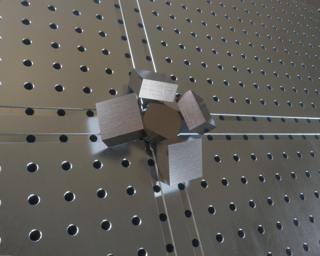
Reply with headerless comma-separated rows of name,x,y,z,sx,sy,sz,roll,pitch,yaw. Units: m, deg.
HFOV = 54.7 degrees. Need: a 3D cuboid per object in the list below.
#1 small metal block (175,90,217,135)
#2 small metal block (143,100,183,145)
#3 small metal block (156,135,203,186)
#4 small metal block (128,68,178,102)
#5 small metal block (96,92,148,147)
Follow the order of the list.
small metal block,0.051,-0.020,0.435,0.050,0.025,0.050,19,44,-62
small metal block,-0.001,-0.005,0.412,0.050,0.025,0.050,28,52,-11
small metal block,0.025,0.039,0.383,0.050,0.025,0.050,-10,102,-33
small metal block,-0.010,-0.059,0.424,0.050,0.025,0.050,6,23,-25
small metal block,-0.046,-0.010,0.375,0.050,0.025,0.050,-16,65,2
